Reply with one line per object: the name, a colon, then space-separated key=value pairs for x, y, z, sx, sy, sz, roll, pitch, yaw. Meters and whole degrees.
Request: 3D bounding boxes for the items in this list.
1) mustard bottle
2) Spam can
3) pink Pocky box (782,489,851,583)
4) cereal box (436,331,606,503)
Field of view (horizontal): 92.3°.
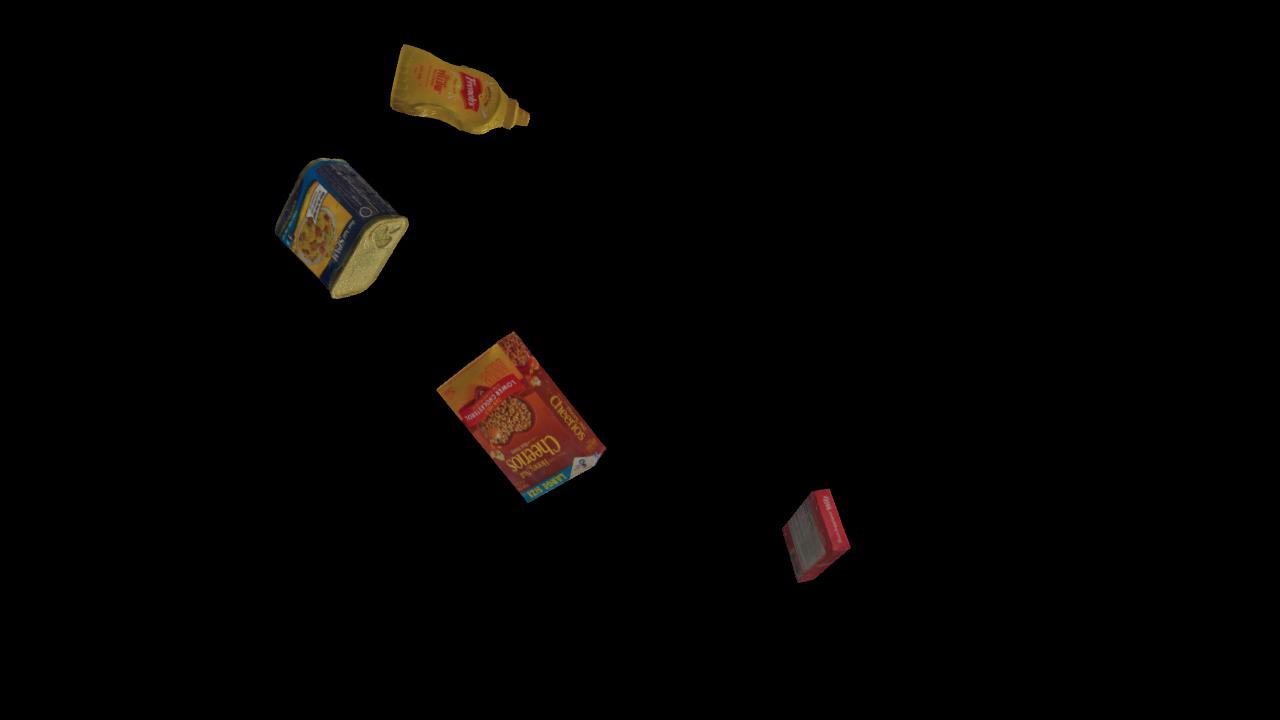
mustard bottle: x=-0.244 y=-0.364 z=0.858 sx=0.184 sy=0.092 sz=0.054 roll=12 pitch=-19 yaw=-22
Spam can: x=-0.283 y=-0.124 z=0.580 sx=0.101 sy=0.085 sz=0.058 roll=-47 pitch=-3 yaw=25
pink Pocky box: x=0.245 y=0.251 z=0.868 sx=0.029 sy=0.084 sz=0.155 roll=-5 pitch=-34 yaw=-9
cereal box: x=-0.238 y=0.121 z=1.234 sx=0.203 sy=0.306 sz=0.081 roll=-32 pitch=9 yaw=30
